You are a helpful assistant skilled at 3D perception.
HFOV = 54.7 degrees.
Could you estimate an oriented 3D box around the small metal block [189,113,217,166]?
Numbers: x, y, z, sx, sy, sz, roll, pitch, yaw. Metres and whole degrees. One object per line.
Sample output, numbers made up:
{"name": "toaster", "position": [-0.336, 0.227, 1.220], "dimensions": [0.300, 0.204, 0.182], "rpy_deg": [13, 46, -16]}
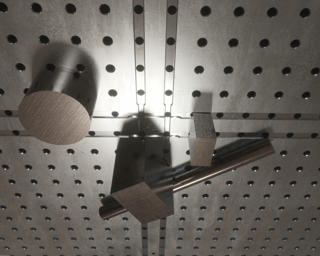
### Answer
{"name": "small metal block", "position": [0.055, 0.015, 0.409], "dimensions": [0.025, 0.050, 0.050], "rpy_deg": [2, 130, -3]}

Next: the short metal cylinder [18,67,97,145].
{"name": "short metal cylinder", "position": [-0.120, -0.025, 0.372], "dimensions": [0.081, 0.050, 0.079], "rpy_deg": [0, 130, 0]}

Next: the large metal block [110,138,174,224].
{"name": "large metal block", "position": [-0.022, 0.076, 0.440], "dimensions": [0.050, 0.080, 0.080], "rpy_deg": [-23, 127, 18]}

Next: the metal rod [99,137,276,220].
{"name": "metal rod", "position": [0.030, 0.085, 0.484], "dimensions": [0.300, 0.025, 0.025], "rpy_deg": [-26, 126, 20]}
